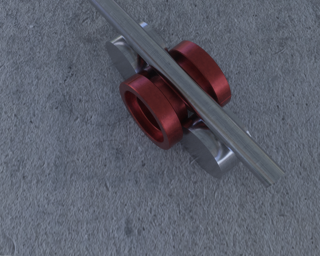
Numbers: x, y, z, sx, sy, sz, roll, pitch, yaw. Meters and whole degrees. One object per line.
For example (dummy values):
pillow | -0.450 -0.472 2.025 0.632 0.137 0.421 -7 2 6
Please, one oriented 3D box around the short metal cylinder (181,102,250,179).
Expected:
short metal cylinder | 0.065 0.014 0.375 0.050 0.080 0.080 -37 75 -13

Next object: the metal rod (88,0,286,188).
metal rod | 0.018 -0.056 0.346 0.025 0.025 0.300 -38 75 -13

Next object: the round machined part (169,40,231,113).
round machined part | 0.040 -0.057 0.392 0.042 0.098 0.098 -39 75 -8

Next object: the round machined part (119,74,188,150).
round machined part | -0.003 -0.025 0.378 0.042 0.098 0.098 -37 74 -16

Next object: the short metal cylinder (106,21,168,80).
short metal cylinder | -0.028 -0.094 0.414 0.050 0.080 0.080 -37 75 -13
